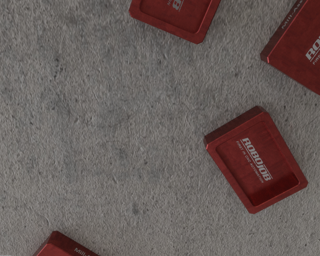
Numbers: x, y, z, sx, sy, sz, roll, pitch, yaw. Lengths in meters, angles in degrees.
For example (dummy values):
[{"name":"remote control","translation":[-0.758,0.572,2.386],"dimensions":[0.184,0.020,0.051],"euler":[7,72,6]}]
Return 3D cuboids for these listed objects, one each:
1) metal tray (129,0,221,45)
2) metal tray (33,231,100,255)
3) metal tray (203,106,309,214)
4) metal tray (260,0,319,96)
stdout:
[{"name":"metal tray","translation":[0.030,-0.171,0.344],"dimensions":[0.090,0.030,0.129],"euler":[21,109,-8]},{"name":"metal tray","translation":[-0.140,0.232,0.491],"dimensions":[0.130,0.030,0.090],"euler":[37,106,-13]},{"name":"metal tray","translation":[0.131,0.046,0.425],"dimensions":[0.090,0.030,0.130],"euler":[-32,107,11]},{"name":"metal tray","translation":[0.195,-0.115,0.366],"dimensions":[0.090,0.030,0.129],"euler":[29,107,-10]}]
